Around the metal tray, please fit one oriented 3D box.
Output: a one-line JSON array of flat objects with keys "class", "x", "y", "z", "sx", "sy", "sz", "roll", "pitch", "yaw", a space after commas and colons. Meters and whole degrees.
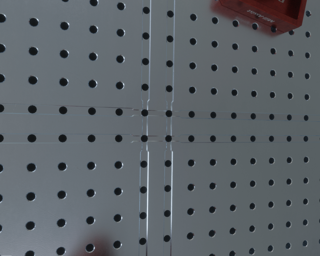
[{"class": "metal tray", "x": 0.162, "y": -0.211, "z": 0.468, "sx": 0.131, "sy": 0.030, "sz": 0.090, "roll": 15, "pitch": 85, "yaw": -20}]
